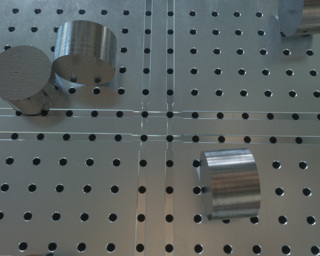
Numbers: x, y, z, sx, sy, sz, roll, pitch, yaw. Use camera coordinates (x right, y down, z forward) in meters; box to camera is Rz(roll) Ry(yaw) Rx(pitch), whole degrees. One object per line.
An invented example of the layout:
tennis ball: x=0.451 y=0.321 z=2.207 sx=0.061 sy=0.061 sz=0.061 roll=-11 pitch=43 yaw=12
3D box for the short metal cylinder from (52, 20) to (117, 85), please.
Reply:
short metal cylinder: x=-0.100 y=-0.099 z=0.418 sx=0.081 sy=0.080 sz=0.050 roll=0 pitch=70 yaw=0

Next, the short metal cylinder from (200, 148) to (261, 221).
short metal cylinder: x=0.078 y=0.064 z=0.359 sx=0.050 sy=0.080 sz=0.080 roll=-4 pitch=70 yaw=-2

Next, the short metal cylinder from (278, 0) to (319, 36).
short metal cylinder: x=0.212 y=-0.176 z=0.448 sx=0.050 sy=0.080 sz=0.080 roll=-5 pitch=70 yaw=-2

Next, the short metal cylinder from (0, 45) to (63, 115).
short metal cylinder: x=-0.180 y=-0.064 z=0.420 sx=0.081 sy=0.050 sz=0.080 roll=0 pitch=70 yaw=0

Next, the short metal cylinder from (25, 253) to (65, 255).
short metal cylinder: x=-0.130 y=0.178 z=0.332 sx=0.081 sy=0.050 sz=0.080 roll=0 pitch=70 yaw=0
